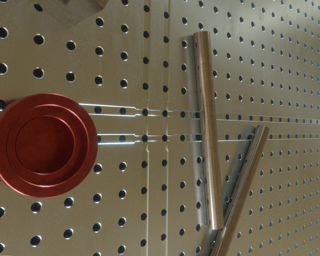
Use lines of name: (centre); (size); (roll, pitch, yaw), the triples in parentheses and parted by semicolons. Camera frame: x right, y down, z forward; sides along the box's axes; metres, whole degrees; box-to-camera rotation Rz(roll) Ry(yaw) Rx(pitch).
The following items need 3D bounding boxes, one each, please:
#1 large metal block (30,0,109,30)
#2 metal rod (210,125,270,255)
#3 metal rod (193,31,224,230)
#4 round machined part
large metal block: (-0.078, -0.155, 0.309); (0.050, 0.080, 0.080); (37, 67, -34)
metal rod: (0.129, 0.127, 0.520); (0.025, 0.025, 0.300); (40, 65, -33)
metal rod: (0.075, 0.006, 0.474); (0.025, 0.025, 0.298); (-9, 96, -40)
round machined part: (-0.115, 0.016, 0.303); (0.099, 0.042, 0.097); (0, 90, -40)
